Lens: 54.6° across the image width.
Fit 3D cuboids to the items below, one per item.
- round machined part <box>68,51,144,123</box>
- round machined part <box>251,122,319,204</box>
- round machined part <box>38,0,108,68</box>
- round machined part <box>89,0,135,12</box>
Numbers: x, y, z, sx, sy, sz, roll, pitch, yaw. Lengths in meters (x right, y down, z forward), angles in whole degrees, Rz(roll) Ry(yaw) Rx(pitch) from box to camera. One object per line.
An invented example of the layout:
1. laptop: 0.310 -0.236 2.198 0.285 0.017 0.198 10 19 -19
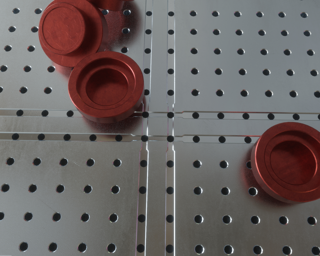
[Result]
1. round machined part: -0.070 -0.052 0.421 0.099 0.042 0.098 0 70 0
2. round machined part: 0.162 0.045 0.387 0.099 0.042 0.098 0 70 0
3. round machined part: -0.125 -0.133 0.429 0.098 0.042 0.097 2 97 12
4. round machined part: -0.083 -0.207 0.461 0.099 0.042 0.098 16 32 -10
